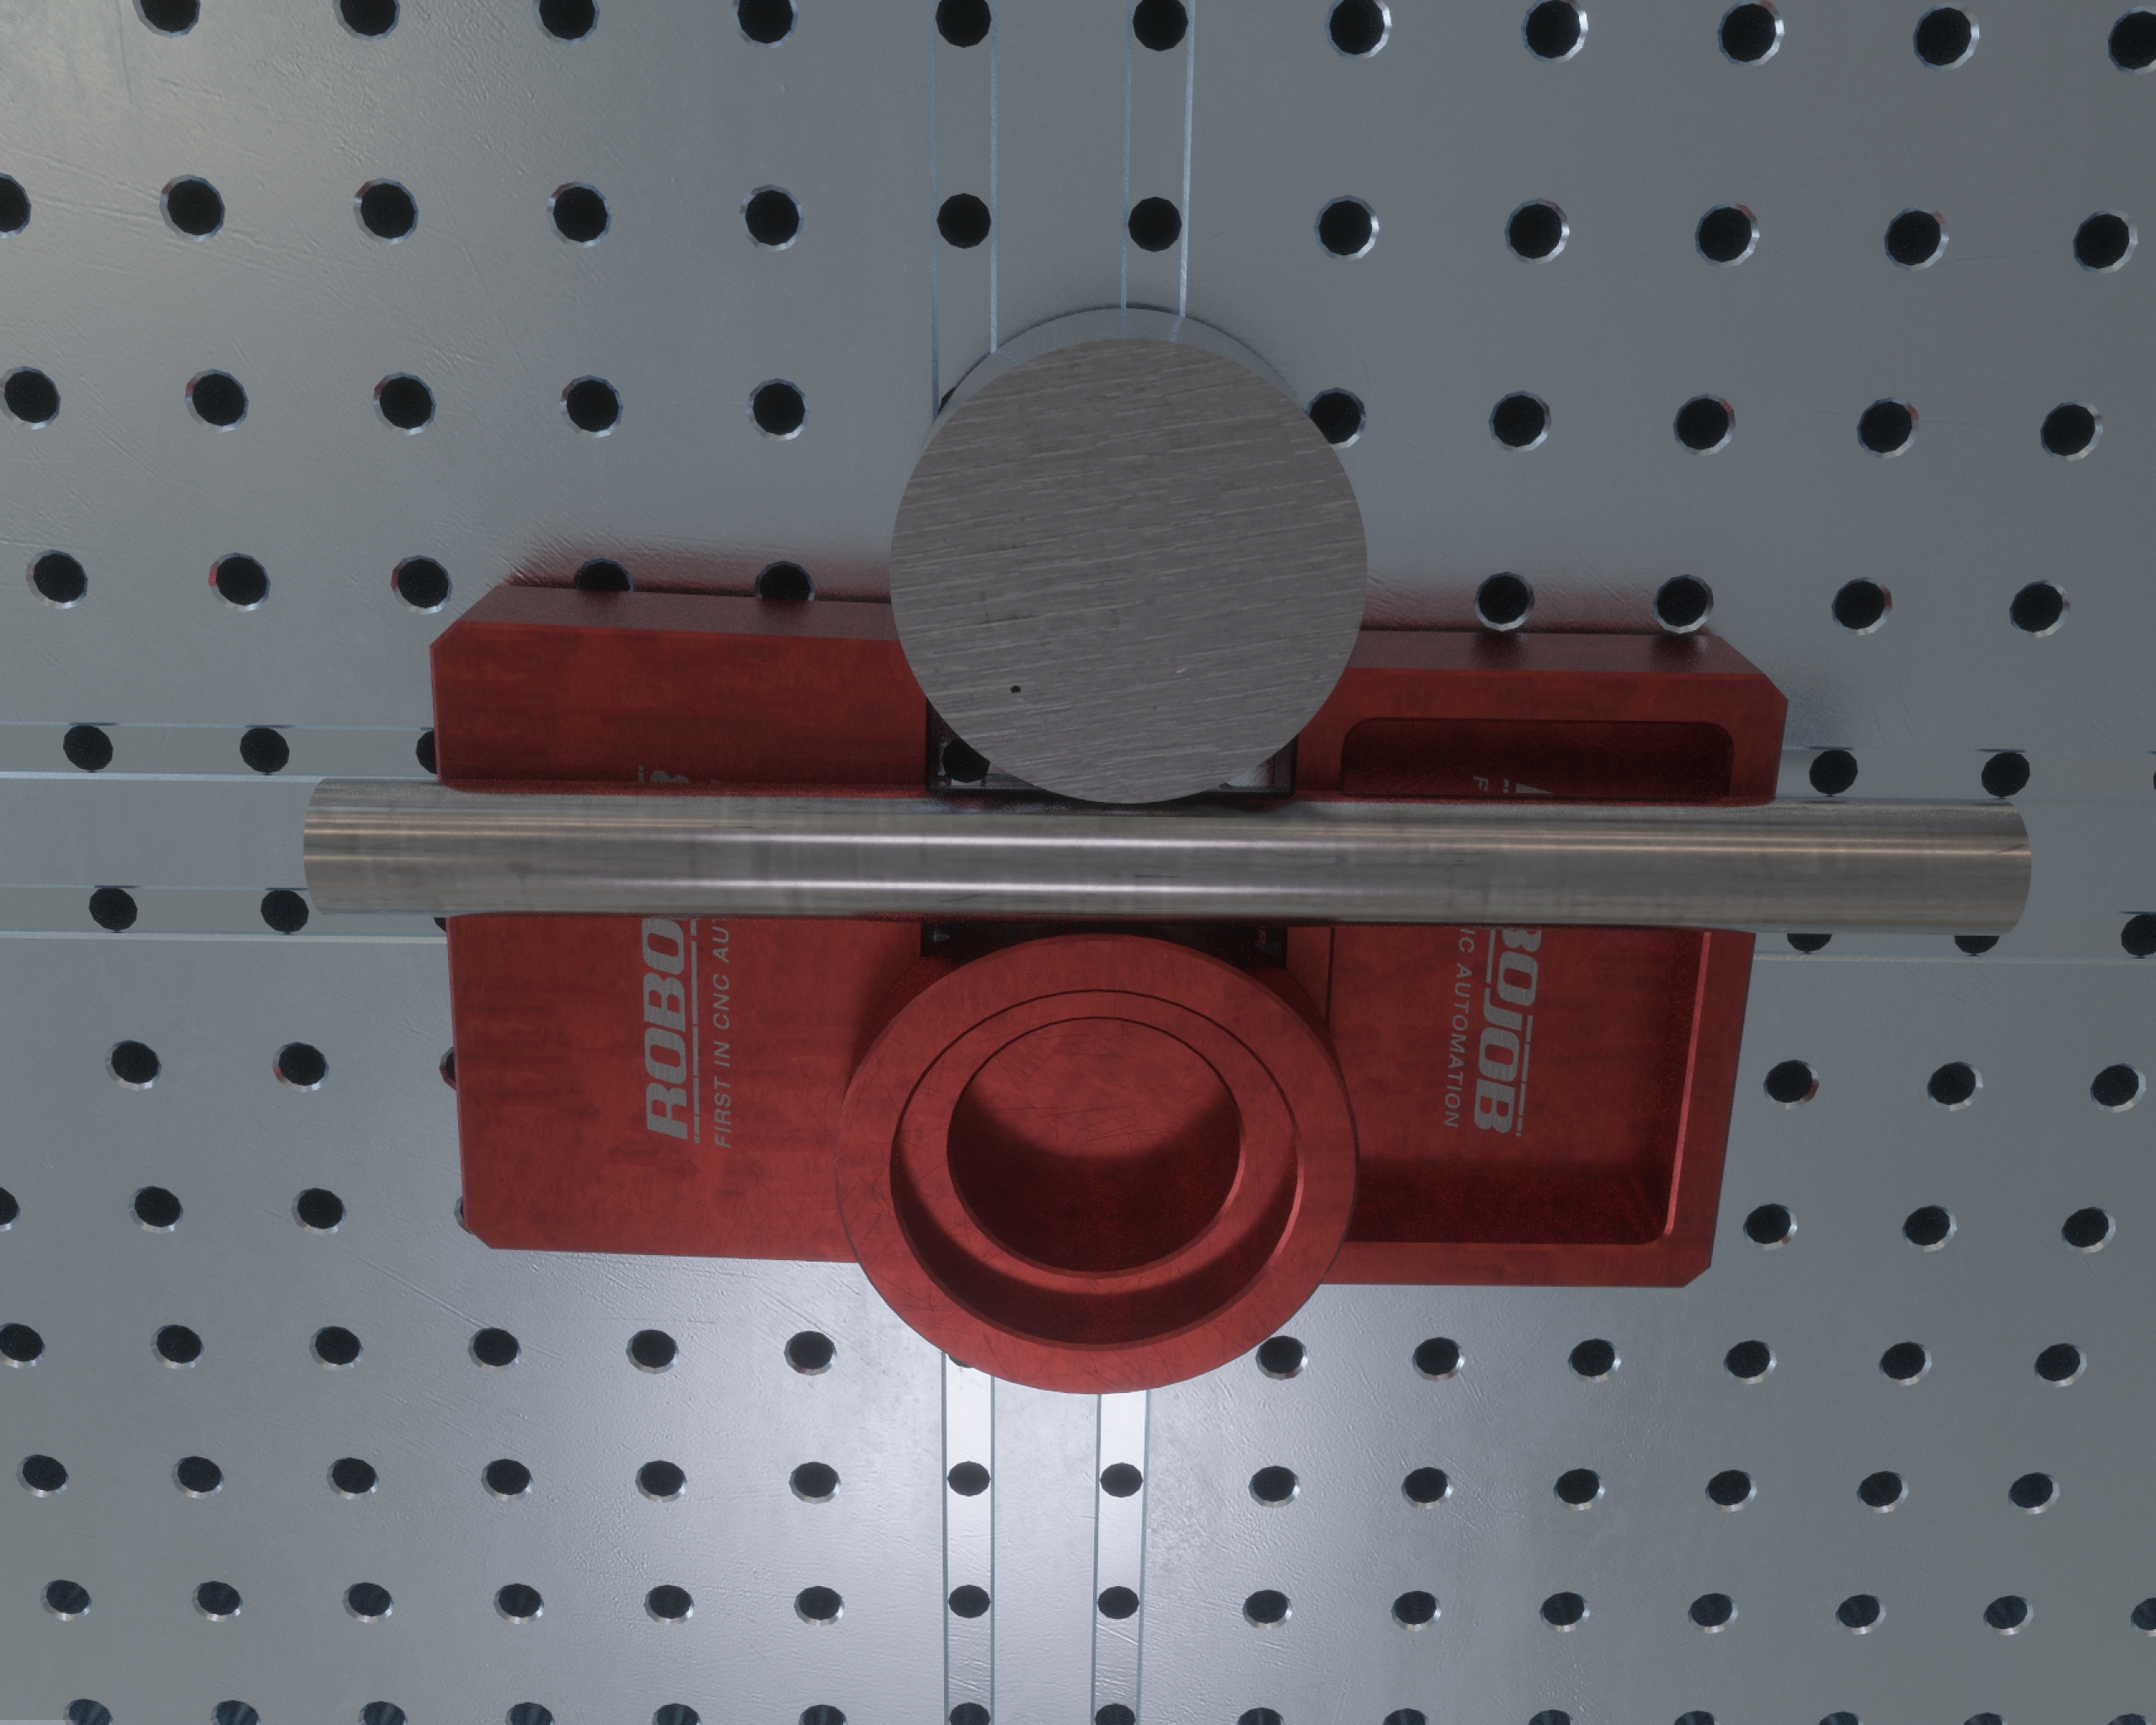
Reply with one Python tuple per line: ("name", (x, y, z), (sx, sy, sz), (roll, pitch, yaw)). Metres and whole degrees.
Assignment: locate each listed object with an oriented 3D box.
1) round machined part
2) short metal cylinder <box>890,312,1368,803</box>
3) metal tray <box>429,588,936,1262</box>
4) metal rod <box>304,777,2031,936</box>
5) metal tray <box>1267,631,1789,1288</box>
("round machined part", (0.004, 0.051, 0.409), (0.099, 0.042, 0.097), (0, 110, 0))
("short metal cylinder", (0.009, -0.056, 0.375), (0.081, 0.050, 0.079), (0, 110, 0))
("metal tray", (-0.074, 0.014, 0.410), (0.091, 0.030, 0.129), (2, 110, -1))
("metal rod", (0.017, -0.001, 0.377), (0.302, 0.025, 0.025), (1, 110, -1))
("metal tray", (0.084, 0.021, 0.415), (0.091, 0.030, 0.129), (1, 110, -1))
